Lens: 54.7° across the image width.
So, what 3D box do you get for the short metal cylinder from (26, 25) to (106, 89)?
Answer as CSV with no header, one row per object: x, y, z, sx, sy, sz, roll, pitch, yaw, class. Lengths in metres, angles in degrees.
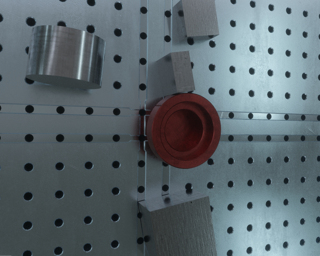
-0.103,-0.075,0.346,0.081,0.080,0.050,7,88,-20,short metal cylinder

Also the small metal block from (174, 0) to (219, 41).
0.051,-0.151,0.433,0.050,0.025,0.050,-10,94,-20,small metal block

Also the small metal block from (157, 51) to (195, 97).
0.020,-0.070,0.408,0.025,0.050,0.050,-11,94,-20,small metal block

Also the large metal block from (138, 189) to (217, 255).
0.023,0.133,0.409,0.081,0.050,0.079,-10,94,-20,large metal block

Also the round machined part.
0.028,0.002,0.413,0.099,0.042,0.097,-2,94,-22,round machined part
